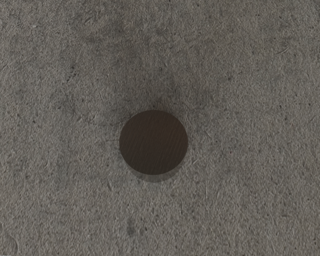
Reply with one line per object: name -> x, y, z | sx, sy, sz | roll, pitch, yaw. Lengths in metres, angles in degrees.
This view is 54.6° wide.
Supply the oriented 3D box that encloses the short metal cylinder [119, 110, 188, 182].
short metal cylinder -> -0.007, 0.024, 0.386 | 0.080, 0.050, 0.080 | 0, 70, 0
